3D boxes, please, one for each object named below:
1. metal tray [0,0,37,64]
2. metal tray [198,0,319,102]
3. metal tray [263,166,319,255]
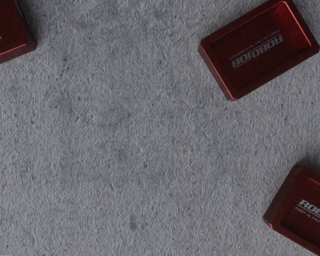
[{"bbox_3d":[-0.231,-0.150,0.405,0.090,0.030,0.129,-23,90,0],"label":"metal tray"},{"bbox_3d":[0.128,-0.105,0.408,0.130,0.030,0.090,-31,90,0],"label":"metal tray"},{"bbox_3d":[0.217,0.120,0.409,0.130,0.030,0.090,30,90,0],"label":"metal tray"}]
